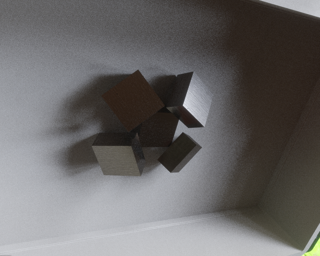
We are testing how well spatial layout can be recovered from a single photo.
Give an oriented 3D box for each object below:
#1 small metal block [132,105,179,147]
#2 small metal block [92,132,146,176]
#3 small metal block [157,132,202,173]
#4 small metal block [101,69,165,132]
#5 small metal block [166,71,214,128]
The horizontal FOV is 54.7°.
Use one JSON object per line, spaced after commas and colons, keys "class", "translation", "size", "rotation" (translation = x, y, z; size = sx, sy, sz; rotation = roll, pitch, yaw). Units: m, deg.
{"class": "small metal block", "translation": [-0.007, -0.003, 0.400], "size": [0.050, 0.025, 0.050], "rotation": [1, 118, -29]}
{"class": "small metal block", "translation": [-0.050, 0.033, 0.384], "size": [0.050, 0.025, 0.050], "rotation": [-1, 128, 16]}
{"class": "small metal block", "translation": [0.029, 0.035, 0.429], "size": [0.050, 0.025, 0.050], "rotation": [-48, 163, 5]}
{"class": "small metal block", "translation": [-0.030, -0.030, 0.355], "size": [0.050, 0.025, 0.050], "rotation": [-36, 92, -3]}
{"class": "small metal block", "translation": [0.039, -0.034, 0.390], "size": [0.050, 0.025, 0.050], "rotation": [40, 58, -39]}
